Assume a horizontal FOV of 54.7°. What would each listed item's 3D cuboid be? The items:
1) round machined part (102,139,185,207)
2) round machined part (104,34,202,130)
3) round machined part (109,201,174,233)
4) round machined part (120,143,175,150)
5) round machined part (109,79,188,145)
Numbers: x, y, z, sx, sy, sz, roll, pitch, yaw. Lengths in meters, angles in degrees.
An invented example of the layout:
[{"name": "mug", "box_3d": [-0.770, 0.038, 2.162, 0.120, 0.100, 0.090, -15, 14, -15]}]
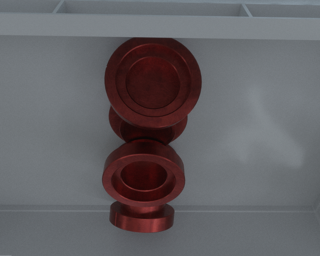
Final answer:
[{"name": "round machined part", "box_3d": [-0.019, 0.052, 0.383, 0.099, 0.042, 0.097, -1, 130, 0]}, {"name": "round machined part", "box_3d": [-0.008, -0.046, 0.332, 0.099, 0.097, 0.042, 5, 172, -5]}, {"name": "round machined part", "box_3d": [-0.027, 0.122, 0.476, 0.099, 0.098, 0.042, 5, 93, -5]}, {"name": "round machined part", "box_3d": [-0.021, 0.064, 0.450, 0.099, 0.042, 0.097, -1, 130, 0]}, {"name": "round machined part", "box_3d": [-0.015, -0.010, 0.387, 0.099, 0.042, 0.097, -1, 130, 0]}]
